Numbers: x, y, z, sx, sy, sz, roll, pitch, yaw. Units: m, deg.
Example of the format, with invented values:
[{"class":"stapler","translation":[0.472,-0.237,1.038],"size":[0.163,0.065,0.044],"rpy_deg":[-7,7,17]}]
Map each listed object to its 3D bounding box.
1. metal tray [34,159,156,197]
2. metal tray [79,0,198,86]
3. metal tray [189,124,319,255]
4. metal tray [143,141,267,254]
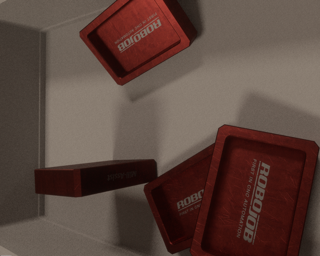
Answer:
[{"class":"metal tray","translation":[-0.080,0.061,0.402],"size":[0.090,0.131,0.030],"rpy_deg":[-6,86,39]},{"class":"metal tray","translation":[-0.030,-0.119,0.394],"size":[0.130,0.030,0.090],"rpy_deg":[-23,114,37]},{"class":"metal tray","translation":[0.088,0.069,0.293],"size":[0.090,0.030,0.129],"rpy_deg":[12,83,21]},{"class":"metal tray","translation":[0.047,0.083,0.363],"size":[0.130,0.030,0.090],"rpy_deg":[-36,68,33]}]
